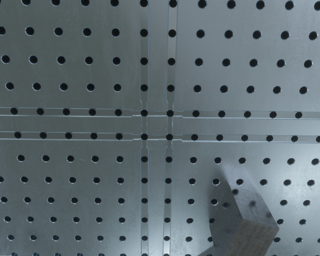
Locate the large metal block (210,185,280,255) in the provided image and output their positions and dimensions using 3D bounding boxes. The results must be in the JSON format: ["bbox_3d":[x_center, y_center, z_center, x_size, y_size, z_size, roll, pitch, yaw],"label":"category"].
[{"bbox_3d":[0.114,0.141,0.437,0.050,0.080,0.080,17,109,-6],"label":"large metal block"}]
